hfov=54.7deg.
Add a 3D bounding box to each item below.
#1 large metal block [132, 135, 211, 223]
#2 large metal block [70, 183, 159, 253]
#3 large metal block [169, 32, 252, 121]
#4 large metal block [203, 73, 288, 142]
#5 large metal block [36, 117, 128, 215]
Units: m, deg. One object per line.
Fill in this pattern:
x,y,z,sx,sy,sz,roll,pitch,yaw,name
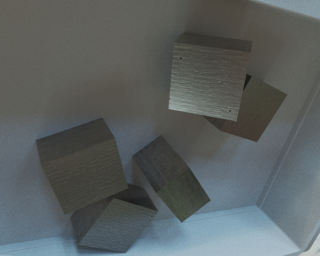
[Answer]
0.015,0.069,0.426,0.050,0.080,0.080,-37,130,-4,large metal block
-0.064,0.121,0.434,0.080,0.050,0.080,29,102,-38,large metal block
0.058,-0.061,0.362,0.080,0.050,0.079,11,121,12,large metal block
0.118,-0.034,0.438,0.081,0.050,0.080,16,110,-35,large metal block
-0.091,0.045,0.371,0.081,0.050,0.079,-21,127,-17,large metal block
